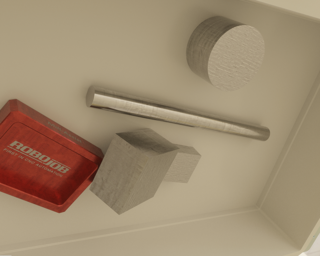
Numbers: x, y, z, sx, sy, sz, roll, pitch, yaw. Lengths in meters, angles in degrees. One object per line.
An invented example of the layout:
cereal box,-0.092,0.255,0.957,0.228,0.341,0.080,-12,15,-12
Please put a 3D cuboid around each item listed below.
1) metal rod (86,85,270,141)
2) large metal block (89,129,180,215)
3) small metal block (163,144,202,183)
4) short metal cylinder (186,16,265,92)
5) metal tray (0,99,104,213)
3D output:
metal rod,0.047,-0.013,0.428,0.302,0.025,0.025,10,113,-33
large metal block,-0.030,0.050,0.387,0.080,0.050,0.080,-8,128,-62
small metal block,0.025,0.052,0.457,0.050,0.025,0.050,12,112,-34
short metal cylinder,0.080,-0.091,0.381,0.081,0.050,0.079,-14,125,-21
metal tray,-0.138,0.038,0.354,0.090,0.030,0.130,-48,130,5
